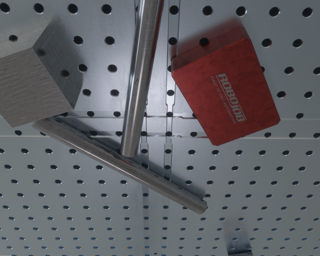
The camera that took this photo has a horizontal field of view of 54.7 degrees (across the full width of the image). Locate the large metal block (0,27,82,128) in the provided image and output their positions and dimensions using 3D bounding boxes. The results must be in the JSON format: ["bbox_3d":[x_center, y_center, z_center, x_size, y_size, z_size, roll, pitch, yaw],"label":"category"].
[{"bbox_3d":[-0.147,-0.055,0.347,0.080,0.050,0.080,-15,129,12],"label":"large metal block"}]

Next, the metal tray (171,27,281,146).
[{"bbox_3d":[0.081,-0.043,0.373,0.090,0.030,0.130,-22,127,18],"label":"metal tray"}]

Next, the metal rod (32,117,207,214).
[{"bbox_3d":[-0.044,0.061,0.463,0.301,0.025,0.025,33,123,-25],"label":"metal rod"}]

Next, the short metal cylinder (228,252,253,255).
[{"bbox_3d":[0.172,0.298,0.631,0.050,0.080,0.080,-12,129,10],"label":"short metal cylinder"}]

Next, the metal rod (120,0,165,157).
[{"bbox_3d":[-0.019,-0.079,0.343,0.025,0.025,0.298,7,130,-7],"label":"metal rod"}]
